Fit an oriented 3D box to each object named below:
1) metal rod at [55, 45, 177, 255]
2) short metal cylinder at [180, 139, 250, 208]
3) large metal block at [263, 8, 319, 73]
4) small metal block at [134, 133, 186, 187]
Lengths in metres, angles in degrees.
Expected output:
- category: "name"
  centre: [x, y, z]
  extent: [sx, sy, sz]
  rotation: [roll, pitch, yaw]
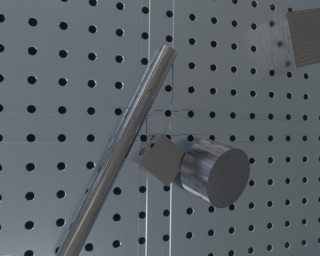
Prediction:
- category: "metal rod"
  centre: [-0.052, 0.029, 0.393]
  extent: [0.025, 0.025, 0.299]
  rotation: [29, 81, -18]
- category: "short metal cylinder"
  centre: [0.074, 0.059, 0.414]
  extent: [0.081, 0.050, 0.079]
  rotation: [-11, 109, -35]
- category: "large metal block"
  centre: [0.216, -0.135, 0.479]
  extent: [0.081, 0.050, 0.080]
  rotation: [-14, 95, -20]
- category: "small metal block"
  centre: [0.003, 0.042, 0.414]
  extent: [0.050, 0.025, 0.050]
  rotation: [41, 77, -16]
